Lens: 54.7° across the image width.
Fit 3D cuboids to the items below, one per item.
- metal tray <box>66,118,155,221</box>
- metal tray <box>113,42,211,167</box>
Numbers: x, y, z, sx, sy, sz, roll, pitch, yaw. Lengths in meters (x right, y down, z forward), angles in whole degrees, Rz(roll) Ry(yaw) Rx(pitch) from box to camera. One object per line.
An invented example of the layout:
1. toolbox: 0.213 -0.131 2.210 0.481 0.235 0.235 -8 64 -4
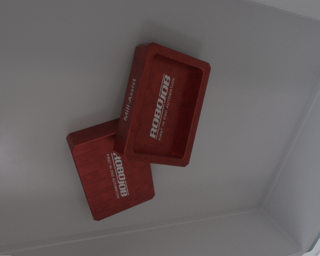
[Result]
1. metal tray: -0.060 0.054 0.406 0.091 0.030 0.129 -19 126 -17
2. metal tray: 0.004 -0.024 0.364 0.091 0.030 0.129 11 92 -33
